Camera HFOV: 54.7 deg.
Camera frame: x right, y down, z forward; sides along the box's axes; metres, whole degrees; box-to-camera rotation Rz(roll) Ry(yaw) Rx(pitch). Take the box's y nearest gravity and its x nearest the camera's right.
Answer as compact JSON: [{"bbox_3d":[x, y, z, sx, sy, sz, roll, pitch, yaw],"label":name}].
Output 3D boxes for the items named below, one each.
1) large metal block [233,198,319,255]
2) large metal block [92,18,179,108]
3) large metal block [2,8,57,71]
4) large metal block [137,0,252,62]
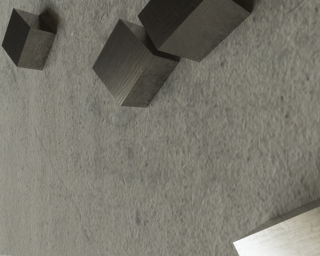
[{"bbox_3d":[0.125,0.098,0.266,0.080,0.081,0.050,-39,67,33],"label":"large metal block"},{"bbox_3d":[-0.035,-0.084,0.416,0.080,0.050,0.080,52,120,27],"label":"large metal block"},{"bbox_3d":[-0.253,-0.169,0.593,0.080,0.050,0.080,46,117,30],"label":"large metal block"},{"bbox_3d":[0.038,-0.123,0.337,0.080,0.081,0.050,-41,65,32],"label":"large metal block"}]
